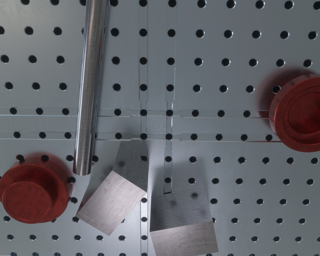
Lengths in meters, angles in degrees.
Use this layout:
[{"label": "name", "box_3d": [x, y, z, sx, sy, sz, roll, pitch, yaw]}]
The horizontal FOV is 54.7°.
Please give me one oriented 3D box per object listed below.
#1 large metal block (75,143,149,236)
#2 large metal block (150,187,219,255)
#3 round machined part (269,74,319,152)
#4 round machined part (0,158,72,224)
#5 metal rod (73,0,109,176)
[{"label": "large metal block", "box_3d": [-0.060, 0.079, 0.413, 0.050, 0.080, 0.080, 36, 106, -12]}, {"label": "large metal block", "box_3d": [0.032, 0.132, 0.433, 0.080, 0.080, 0.050, -11, 110, 4]}, {"label": "round machined part", "box_3d": [0.189, -0.021, 0.398, 0.099, 0.042, 0.097, 0, 110, 0]}, {"label": "round machined part", "box_3d": [-0.179, 0.095, 0.438, 0.099, 0.042, 0.097, 0, 110, 0]}, {"label": "metal rod", "box_3d": [-0.085, -0.077, 0.383, 0.025, 0.025, 0.298, 9, 110, -4]}]
